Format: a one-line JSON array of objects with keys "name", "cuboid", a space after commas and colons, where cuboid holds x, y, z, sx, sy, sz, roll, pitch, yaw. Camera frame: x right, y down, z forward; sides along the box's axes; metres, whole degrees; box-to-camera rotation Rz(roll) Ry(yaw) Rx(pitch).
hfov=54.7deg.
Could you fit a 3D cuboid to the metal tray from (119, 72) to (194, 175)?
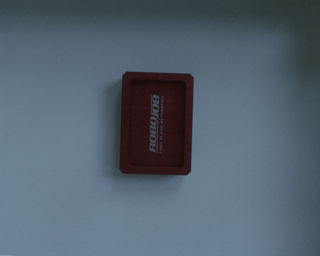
[{"name": "metal tray", "cuboid": [-0.004, -0.006, 0.406, 0.091, 0.030, 0.129, 2, 90, -1]}]
